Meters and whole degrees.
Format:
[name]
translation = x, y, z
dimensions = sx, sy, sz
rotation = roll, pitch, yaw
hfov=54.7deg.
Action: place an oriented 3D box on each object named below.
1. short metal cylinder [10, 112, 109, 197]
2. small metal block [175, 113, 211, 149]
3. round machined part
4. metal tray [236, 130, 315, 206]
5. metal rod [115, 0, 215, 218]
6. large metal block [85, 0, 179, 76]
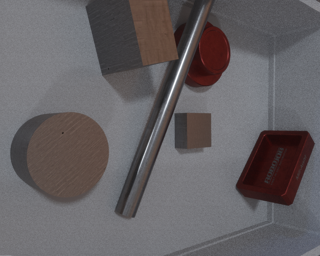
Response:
[short metal cylinder]
translation = -0.099, 0.025, 0.309
dimensions = 0.081, 0.050, 0.079
rotation = 0, 90, -40
[small metal block]
translation = 0.048, 0.003, 0.450
dimensions = 0.050, 0.025, 0.050
rotation = -1, 91, -40
[round machined part]
translation = 0.066, -0.110, 0.453
dimensions = 0.099, 0.042, 0.097
rotation = 0, 90, -40
[metal tray]
translation = 0.199, 0.063, 0.534
dimensions = 0.030, 0.090, 0.130
rotation = 49, 61, -30
[metal rod]
translation = 0.010, -0.035, 0.394
dimensions = 0.025, 0.025, 0.299
rotation = 26, 80, -37
[large metal block]
translation = -0.032, -0.107, 0.345
dimensions = 0.050, 0.080, 0.079
rotation = -20, 103, -39
